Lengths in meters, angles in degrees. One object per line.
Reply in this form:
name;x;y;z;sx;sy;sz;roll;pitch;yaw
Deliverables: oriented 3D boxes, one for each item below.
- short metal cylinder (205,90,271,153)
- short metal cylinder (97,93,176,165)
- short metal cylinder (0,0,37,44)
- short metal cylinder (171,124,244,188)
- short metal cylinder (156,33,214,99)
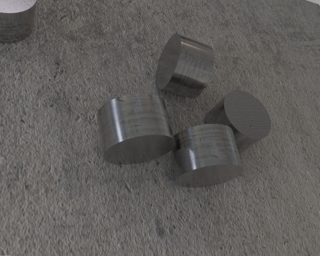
short metal cylinder;0.113;-0.009;0.454;0.081;0.050;0.080;14;56;-21
short metal cylinder;-0.027;0.003;0.352;0.081;0.080;0.050;0;62;-28
short metal cylinder;-0.194;-0.150;0.375;0.081;0.050;0.080;14;56;-21
short metal cylinder;0.055;0.036;0.376;0.081;0.080;0.050;6;59;-25
short metal cylinder;0.033;-0.087;0.439;0.050;0.080;0.080;14;56;-21
